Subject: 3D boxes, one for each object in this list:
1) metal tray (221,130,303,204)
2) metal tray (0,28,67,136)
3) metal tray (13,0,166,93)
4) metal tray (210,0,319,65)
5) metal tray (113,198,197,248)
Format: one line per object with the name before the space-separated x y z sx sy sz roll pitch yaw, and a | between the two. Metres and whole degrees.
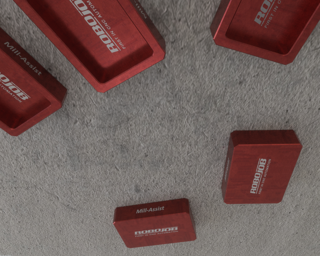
metal tray | 0.144 0.061 0.457 0.091 0.030 0.129 -1 130 0
metal tray | -0.186 -0.056 0.354 0.090 0.030 0.130 -28 125 22
metal tray | -0.065 -0.106 0.312 0.090 0.030 0.130 -26 126 20
metal tray | 0.114 -0.132 0.292 0.091 0.030 0.129 13 129 -11
metal tray | -0.007 0.171 0.549 0.131 0.030 0.090 -10 130 8
